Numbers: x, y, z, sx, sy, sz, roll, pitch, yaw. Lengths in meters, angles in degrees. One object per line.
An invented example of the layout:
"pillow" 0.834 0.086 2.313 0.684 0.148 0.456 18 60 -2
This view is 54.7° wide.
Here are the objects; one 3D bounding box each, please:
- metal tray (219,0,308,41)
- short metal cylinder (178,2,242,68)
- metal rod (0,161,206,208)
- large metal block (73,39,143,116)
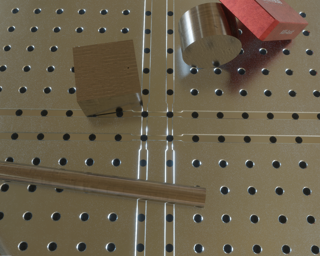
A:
"metal tray" 0.146 -0.164 0.431 0.131 0.030 0.090 -20 66 -47
"short metal cylinder" 0.068 -0.125 0.429 0.081 0.080 0.050 -5 71 -2
"metal rod" -0.095 0.067 0.386 0.302 0.025 0.025 7 70 2
"large metal block" -0.070 -0.067 0.422 0.081 0.050 0.080 -9 70 -3
